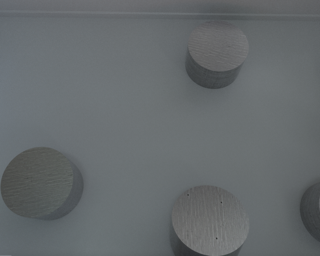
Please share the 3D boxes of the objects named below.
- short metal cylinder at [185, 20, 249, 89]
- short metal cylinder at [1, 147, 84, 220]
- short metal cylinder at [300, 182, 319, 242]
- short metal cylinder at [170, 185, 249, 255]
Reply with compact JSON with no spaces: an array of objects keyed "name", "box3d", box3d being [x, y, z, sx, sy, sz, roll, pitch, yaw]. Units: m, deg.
[{"name":"short metal cylinder","box3d":[0.077,-0.102,0.434,0.081,0.050,0.080,0,70,0]},{"name":"short metal cylinder","box3d":[-0.138,0.068,0.371,0.081,0.050,0.080,0,70,0]},{"name":"short metal cylinder","box3d":[0.215,0.098,0.362,0.081,0.050,0.080,0,70,0]},{"name":"short metal cylinder","box3d":[0.052,0.111,0.341,0.081,0.050,0.080,1,46,-1]}]
